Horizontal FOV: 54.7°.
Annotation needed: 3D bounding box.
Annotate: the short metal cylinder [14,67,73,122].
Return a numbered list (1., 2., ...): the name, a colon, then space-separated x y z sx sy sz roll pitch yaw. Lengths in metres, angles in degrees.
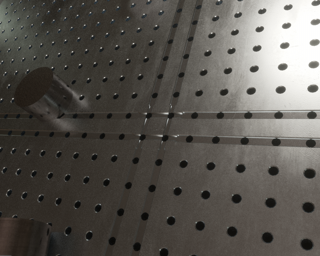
1. short metal cylinder: -0.198 -0.057 0.528 0.080 0.050 0.080 -13 56 20

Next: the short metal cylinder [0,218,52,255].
1. short metal cylinder: -0.177 0.144 0.375 0.080 0.080 0.050 -13 57 20
